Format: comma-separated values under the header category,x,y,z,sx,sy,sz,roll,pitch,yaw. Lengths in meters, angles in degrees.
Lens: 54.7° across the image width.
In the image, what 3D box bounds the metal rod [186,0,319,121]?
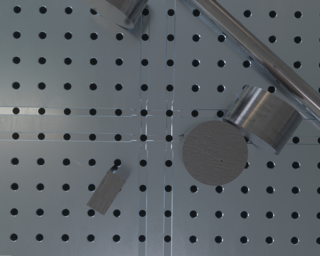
category,x,y,z,sx,sy,sz,roll,pitch,yaw
metal rod,0.125,-0.107,0.414,0.300,0.025,0.025,42,90,0

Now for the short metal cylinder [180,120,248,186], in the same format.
category,x,y,z,sx,sy,sz,roll,pitch,yaw
short metal cylinder,0.067,0.030,0.401,0.081,0.050,0.079,0,90,-1

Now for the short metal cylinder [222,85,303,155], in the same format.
category,x,y,z,sx,sy,sz,roll,pitch,yaw
short metal cylinder,0.126,-0.010,0.387,0.080,0.080,0.050,34,90,0

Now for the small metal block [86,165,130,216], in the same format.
category,x,y,z,sx,sy,sz,roll,pitch,yaw
small metal block,-0.065,0.079,0.400,0.025,0.050,0.050,32,90,0

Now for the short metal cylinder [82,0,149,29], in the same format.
category,x,y,z,sx,sy,sz,roll,pitch,yaw
short metal cylinder,-0.056,-0.169,0.385,0.080,0.080,0.050,29,90,0
